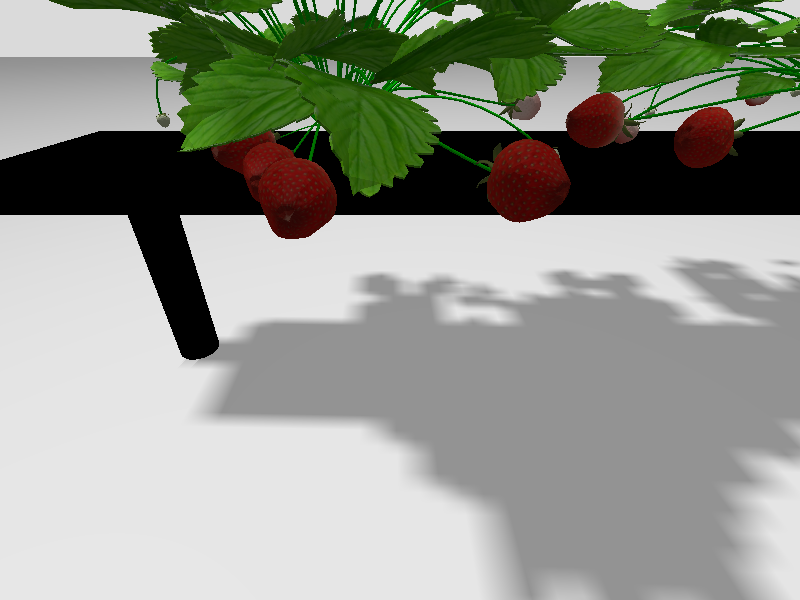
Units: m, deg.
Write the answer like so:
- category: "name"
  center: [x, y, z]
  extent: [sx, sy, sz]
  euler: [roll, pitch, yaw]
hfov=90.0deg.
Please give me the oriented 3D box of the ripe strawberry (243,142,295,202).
- category: "ripe strawberry"
  center: [-0.067, -0.064, 0.207]
  extent: [0.029, 0.031, 0.031]
  euler: [4, 33, 6]

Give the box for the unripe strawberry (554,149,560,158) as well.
- category: "unripe strawberry"
  center: [0.102, -0.094, 0.270]
  extent: [0.013, 0.013, 0.012]
  euler: [-50, -1, 40]

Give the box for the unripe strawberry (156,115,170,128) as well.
- category: "unripe strawberry"
  center: [-0.223, -0.169, 0.378]
  extent: [0.011, 0.011, 0.011]
  euler: [10, 34, 16]

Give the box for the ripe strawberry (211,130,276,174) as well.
- category: "ripe strawberry"
  center: [-0.099, -0.097, 0.250]
  extent: [0.037, 0.039, 0.041]
  euler: [17, 37, 24]

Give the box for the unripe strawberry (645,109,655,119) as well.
- category: "unripe strawberry"
  center: [0.273, -0.203, 0.438]
  extent: [0.011, 0.011, 0.010]
  euler: [-28, 42, -36]

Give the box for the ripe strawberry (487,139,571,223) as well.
- category: "ripe strawberry"
  center: [0.061, -0.054, 0.186]
  extent: [0.035, 0.037, 0.038]
  euler: [-20, 38, -28]

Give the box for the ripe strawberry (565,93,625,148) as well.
- category: "ripe strawberry"
  center: [0.155, -0.144, 0.323]
  extent: [0.042, 0.041, 0.039]
  euler: [-1, 33, 0]

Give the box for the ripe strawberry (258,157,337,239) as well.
- category: "ripe strawberry"
  center: [-0.043, -0.041, 0.168]
  extent: [0.032, 0.034, 0.035]
  euler: [-1, 33, -2]

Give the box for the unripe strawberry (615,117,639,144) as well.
- category: "unripe strawberry"
  center: [0.186, -0.140, 0.333]
  extent: [0.020, 0.019, 0.018]
  euler: [27, 29, -15]

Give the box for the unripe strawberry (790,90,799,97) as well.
- category: "unripe strawberry"
  center: [0.490, -0.257, 0.496]
  extent: [0.011, 0.010, 0.010]
  euler: [13, 35, 20]

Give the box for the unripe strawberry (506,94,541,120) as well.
- category: "unripe strawberry"
  center: [0.134, -0.210, 0.428]
  extent: [0.037, 0.032, 0.037]
  euler: [-19, 37, -28]

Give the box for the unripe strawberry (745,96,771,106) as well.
- category: "unripe strawberry"
  center: [0.471, -0.267, 0.527]
  extent: [0.027, 0.024, 0.024]
  euler: [9, -14, 14]

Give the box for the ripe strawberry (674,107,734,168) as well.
- category: "ripe strawberry"
  center: [0.198, -0.107, 0.264]
  extent: [0.035, 0.037, 0.033]
  euler: [-11, 34, -16]
